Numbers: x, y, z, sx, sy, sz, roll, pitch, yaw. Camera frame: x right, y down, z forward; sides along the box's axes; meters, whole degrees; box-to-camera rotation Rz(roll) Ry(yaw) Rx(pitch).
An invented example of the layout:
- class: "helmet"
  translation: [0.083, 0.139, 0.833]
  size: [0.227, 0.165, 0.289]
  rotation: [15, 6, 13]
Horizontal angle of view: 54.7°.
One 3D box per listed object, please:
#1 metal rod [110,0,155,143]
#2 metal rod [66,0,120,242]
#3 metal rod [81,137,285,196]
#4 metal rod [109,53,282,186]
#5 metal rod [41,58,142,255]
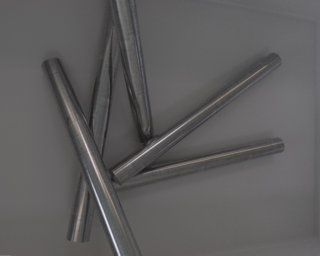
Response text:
- class: "metal rod"
  translation: [-0.035, -0.109, 0.319]
  size: [0.025, 0.025, 0.298]
  rotation: [-21, 128, -19]
- class: "metal rod"
  translation: [-0.071, -0.022, 0.367]
  size: [0.025, 0.025, 0.299]
  rotation: [11, 80, -20]
- class: "metal rod"
  translation: [0.043, 0.051, 0.426]
  size: [0.302, 0.025, 0.025]
  rotation: [-10, 94, -20]
- class: "metal rod"
  translation: [0.061, -0.023, 0.421]
  size: [0.302, 0.025, 0.025]
  rotation: [-35, 102, -21]
- class: "metal rod"
  translation: [-0.065, 0.054, 0.323]
  size: [0.025, 0.025, 0.299]
  rotation: [-20, 73, -19]
